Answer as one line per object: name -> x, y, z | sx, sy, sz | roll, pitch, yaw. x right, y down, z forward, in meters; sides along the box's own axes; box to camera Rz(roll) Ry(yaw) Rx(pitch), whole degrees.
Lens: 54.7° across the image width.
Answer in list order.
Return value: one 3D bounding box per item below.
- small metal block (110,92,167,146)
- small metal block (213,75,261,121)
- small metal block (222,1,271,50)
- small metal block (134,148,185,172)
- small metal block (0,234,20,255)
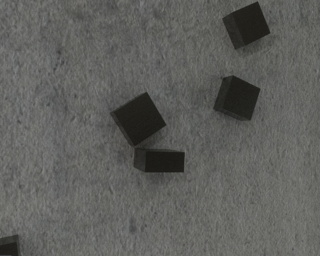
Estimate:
small metal block -> -0.028, -0.012, 0.399 | 0.050, 0.025, 0.050 | -34, 101, -17
small metal block -> 0.112, -0.043, 0.452 | 0.050, 0.025, 0.050 | 21, 83, -19
small metal block -> 0.128, -0.151, 0.458 | 0.050, 0.025, 0.050 | -29, 100, -18
small metal block -> -0.002, 0.041, 0.396 | 0.050, 0.050, 0.025 | 3, 89, -20
small metal block -> -0.182, 0.152, 0.342 | 0.050, 0.025, 0.050 | -7, 93, -20
